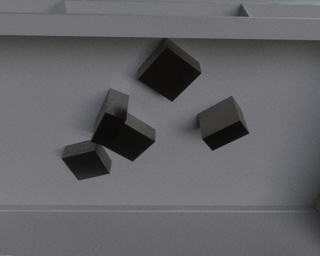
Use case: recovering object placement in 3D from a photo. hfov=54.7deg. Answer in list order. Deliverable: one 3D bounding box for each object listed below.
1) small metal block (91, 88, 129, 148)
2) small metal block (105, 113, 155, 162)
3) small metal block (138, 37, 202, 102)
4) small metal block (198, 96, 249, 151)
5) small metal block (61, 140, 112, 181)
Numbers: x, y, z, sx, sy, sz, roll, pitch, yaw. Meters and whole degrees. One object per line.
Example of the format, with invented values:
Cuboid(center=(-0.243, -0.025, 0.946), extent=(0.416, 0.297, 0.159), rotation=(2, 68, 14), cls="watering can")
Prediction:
Cuboid(center=(-0.061, -0.012, 0.381), extent=(0.025, 0.050, 0.050), rotation=(21, 127, -17), cls="small metal block")
Cuboid(center=(-0.042, 0.013, 0.419), extent=(0.050, 0.025, 0.050), rotation=(32, 123, -25), cls="small metal block")
Cuboid(center=(0.011, -0.066, 0.354), extent=(0.050, 0.025, 0.050), rotation=(31, 123, -24), cls="small metal block")
Cuboid(center=(0.078, -0.006, 0.389), extent=(0.050, 0.050, 0.025), rotation=(-28, 125, 22), cls="small metal block")
Cuboid(center=(-0.104, 0.046, 0.447), extent=(0.050, 0.025, 0.050), rotation=(-14, 129, 11), cls="small metal block")
